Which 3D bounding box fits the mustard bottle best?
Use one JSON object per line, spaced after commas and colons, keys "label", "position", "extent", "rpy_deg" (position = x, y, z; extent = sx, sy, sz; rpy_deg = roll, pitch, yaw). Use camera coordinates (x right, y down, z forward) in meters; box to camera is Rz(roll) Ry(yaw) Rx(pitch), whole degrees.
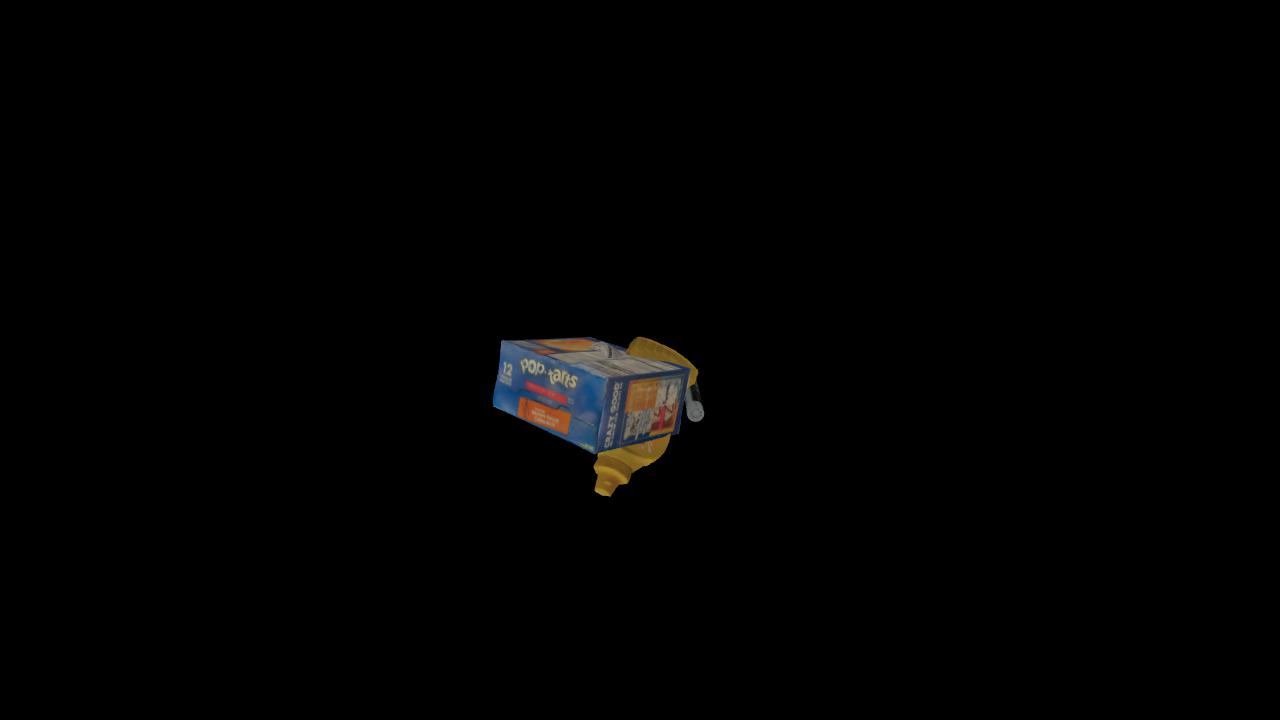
{"label": "mustard bottle", "position": [-0.005, 0.069, 0.693], "extent": [0.092, 0.184, 0.054], "rpy_deg": [33, -27, -13]}

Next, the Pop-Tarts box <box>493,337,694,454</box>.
{"label": "Pop-Tarts box", "position": [-0.055, 0.032, 0.691], "extent": [0.167, 0.083, 0.141], "rpy_deg": [17, 13, 38]}

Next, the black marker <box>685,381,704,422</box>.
{"label": "black marker", "position": [0.060, 0.037, 0.719], "extent": [0.020, 0.020, 0.121], "rpy_deg": [0, 21, 0]}

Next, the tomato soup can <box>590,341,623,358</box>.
{"label": "tomato soup can", "position": [-0.022, 0.031, 0.711], "extent": [0.101, 0.068, 0.068], "rpy_deg": [35, -20, -31]}
